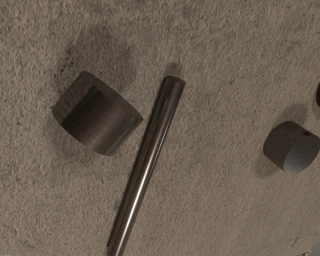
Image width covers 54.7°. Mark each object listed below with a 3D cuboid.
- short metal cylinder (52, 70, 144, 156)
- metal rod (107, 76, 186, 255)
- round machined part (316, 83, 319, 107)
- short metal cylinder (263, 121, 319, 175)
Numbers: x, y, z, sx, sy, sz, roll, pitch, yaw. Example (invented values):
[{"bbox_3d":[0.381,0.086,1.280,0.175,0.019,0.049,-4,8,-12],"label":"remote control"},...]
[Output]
[{"bbox_3d":[-0.064,-0.015,0.327,0.050,0.080,0.080,-49,129,6],"label":"short metal cylinder"},{"bbox_3d":[-0.026,0.070,0.437,0.025,0.025,0.298,5,116,-31],"label":"metal rod"},{"bbox_3d":[0.324,-0.068,0.535,0.099,0.042,0.097,-14,125,-21],"label":"round machined part"},{"bbox_3d":[0.229,0.034,0.541,0.081,0.050,0.079,-14,125,-21],"label":"short metal cylinder"}]
